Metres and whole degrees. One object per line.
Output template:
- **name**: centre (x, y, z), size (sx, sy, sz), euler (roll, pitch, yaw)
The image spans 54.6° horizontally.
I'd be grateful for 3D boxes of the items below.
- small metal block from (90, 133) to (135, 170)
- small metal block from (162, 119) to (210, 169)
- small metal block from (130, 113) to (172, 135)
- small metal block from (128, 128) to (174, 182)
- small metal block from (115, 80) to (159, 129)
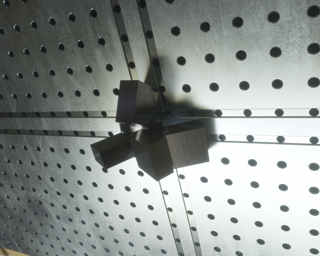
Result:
- **small metal block**: centre (-0.064, 0.031, 0.435), size (0.050, 0.050, 0.025), euler (19, 129, 61)
- **small metal block**: centre (0.033, 0.021, 0.393), size (0.050, 0.025, 0.050), euler (-12, 116, -1)
- **small metal block**: centre (-0.009, 0.008, 0.422), size (0.050, 0.025, 0.050), euler (3, 120, 27)
- **small metal block**: centre (-0.011, 0.032, 0.390), size (0.050, 0.025, 0.050), euler (26, 137, 55)
- **small metal block**: centre (-0.027, -0.028, 0.379), size (0.025, 0.050, 0.050), euler (3, 84, 27)
